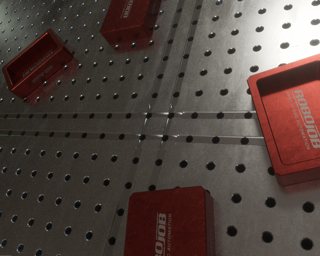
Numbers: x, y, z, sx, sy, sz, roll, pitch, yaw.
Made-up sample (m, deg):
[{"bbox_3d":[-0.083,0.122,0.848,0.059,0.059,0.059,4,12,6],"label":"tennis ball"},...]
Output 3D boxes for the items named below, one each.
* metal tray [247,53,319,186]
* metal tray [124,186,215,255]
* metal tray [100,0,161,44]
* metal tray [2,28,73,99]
[{"bbox_3d":[0.154,-0.012,0.331,0.090,0.030,0.130,-17,55,18],"label":"metal tray"},{"bbox_3d":[0.009,0.130,0.320,0.090,0.030,0.130,-10,57,22],"label":"metal tray"},{"bbox_3d":[-0.048,-0.216,0.561,0.090,0.030,0.130,-1,61,27],"label":"metal tray"},{"bbox_3d":[-0.242,-0.128,0.606,0.130,0.030,0.090,-40,51,0],"label":"metal tray"}]
